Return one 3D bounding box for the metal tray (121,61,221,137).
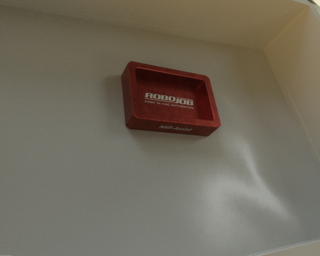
[{"bbox_3d":[0.015,-0.039,0.433,0.131,0.030,0.090,6,59,-25],"label":"metal tray"}]
